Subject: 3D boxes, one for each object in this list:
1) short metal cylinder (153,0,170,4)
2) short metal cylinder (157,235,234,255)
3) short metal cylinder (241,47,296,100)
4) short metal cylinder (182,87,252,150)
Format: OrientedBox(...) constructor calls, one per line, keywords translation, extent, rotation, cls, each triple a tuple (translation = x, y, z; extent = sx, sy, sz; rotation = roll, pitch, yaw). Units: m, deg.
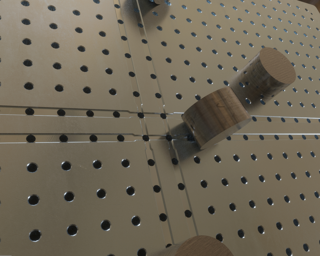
OrientedBox(translation=(0.006, -0.265, 0.540), extent=(0.081, 0.080, 0.050), rotation=(-33, 81, -38), cls="short metal cylinder")
OrientedBox(translation=(0.036, 0.156, 0.318), extent=(0.081, 0.050, 0.080), rotation=(14, 56, -21), cls="short metal cylinder")
OrientedBox(translation=(0.196, -0.099, 0.561), extent=(0.081, 0.050, 0.080), rotation=(14, 56, -21), cls="short metal cylinder")
OrientedBox(translation=(0.077, -0.012, 0.424), extent=(0.081, 0.080, 0.050), rotation=(-20, 73, -36), cls="short metal cylinder")
